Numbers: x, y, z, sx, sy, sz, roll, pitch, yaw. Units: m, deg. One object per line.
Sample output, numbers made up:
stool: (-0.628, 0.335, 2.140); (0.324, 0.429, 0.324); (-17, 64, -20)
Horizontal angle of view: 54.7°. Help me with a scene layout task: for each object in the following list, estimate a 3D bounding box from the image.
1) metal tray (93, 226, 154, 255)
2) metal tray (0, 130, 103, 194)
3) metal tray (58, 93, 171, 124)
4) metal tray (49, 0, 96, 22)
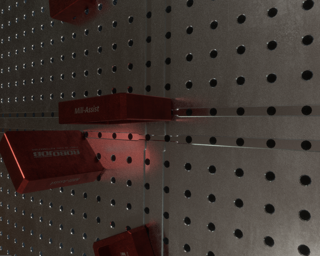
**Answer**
metal tray: (-0.042, 0.215, 0.438); (0.090, 0.030, 0.129); (-31, 71, 35)
metal tray: (-0.163, 0.046, 0.472); (0.030, 0.131, 0.090); (-52, 60, 27)
metal tray: (-0.062, -0.022, 0.415); (0.130, 0.091, 0.030); (-2, 88, 39)
metal tray: (-0.156, -0.261, 0.532); (0.090, 0.030, 0.129); (-12, 83, 39)
